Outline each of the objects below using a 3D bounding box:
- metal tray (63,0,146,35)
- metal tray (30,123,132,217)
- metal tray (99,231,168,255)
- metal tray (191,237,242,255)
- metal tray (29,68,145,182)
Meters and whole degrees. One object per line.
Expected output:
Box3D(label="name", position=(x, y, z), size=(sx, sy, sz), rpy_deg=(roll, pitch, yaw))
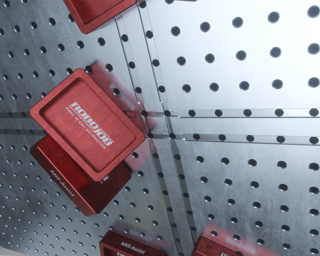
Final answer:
Box3D(label="metal tray", position=(-0.080, -0.182, 0.338), size=(0.090, 0.030, 0.130), rpy_deg=(-17, 110, 35))
Box3D(label="metal tray", position=(-0.113, 0.053, 0.460), size=(0.030, 0.090, 0.130), rpy_deg=(-29, 103, 44))
Box3D(label="metal tray", position=(-0.051, 0.259, 0.595), size=(0.130, 0.030, 0.089), rpy_deg=(14, 124, 20))
Box3D(label="metal tray", position=(0.109, 0.239, 0.498), size=(0.130, 0.030, 0.089), rpy_deg=(21, 127, 15))
Box3D(label="metal tray", position=(-0.096, -0.003, 0.421), size=(0.130, 0.090, 0.030), rpy_deg=(47, 173, -5))
